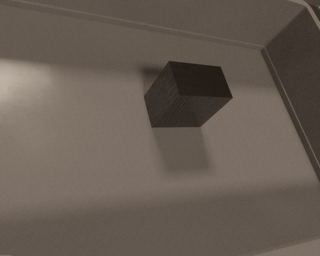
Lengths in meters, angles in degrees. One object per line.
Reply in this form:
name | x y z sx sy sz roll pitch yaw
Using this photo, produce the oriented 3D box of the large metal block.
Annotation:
large metal block | 0.035 -0.041 0.416 0.081 0.080 0.050 -1 62 -29
